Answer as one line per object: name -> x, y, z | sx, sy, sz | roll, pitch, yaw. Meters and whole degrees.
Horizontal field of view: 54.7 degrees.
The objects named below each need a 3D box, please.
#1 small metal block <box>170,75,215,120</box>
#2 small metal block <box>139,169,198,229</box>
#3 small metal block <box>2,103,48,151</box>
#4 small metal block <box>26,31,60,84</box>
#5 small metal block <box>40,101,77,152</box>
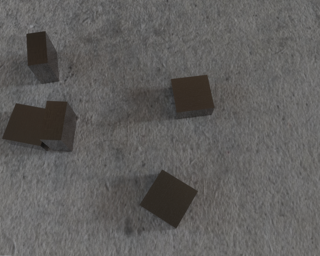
small metal block -> 0.043, -0.042, 0.424 | 0.050, 0.025, 0.050 | -7, 70, -3
small metal block -> 0.011, 0.087, 0.377 | 0.050, 0.025, 0.050 | 30, 73, 10
small metal block -> -0.169, -0.001, 0.406 | 0.050, 0.025, 0.050 | 11, 70, 3
small metal block -> -0.161, -0.096, 0.428 | 0.025, 0.050, 0.050 | -10, 71, -4
small metal block -> -0.127, -0.001, 0.394 | 0.025, 0.050, 0.050 | 3, 70, 1
